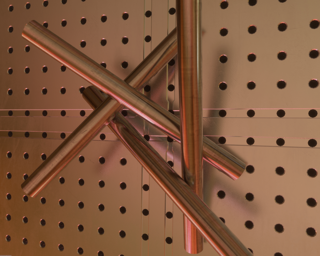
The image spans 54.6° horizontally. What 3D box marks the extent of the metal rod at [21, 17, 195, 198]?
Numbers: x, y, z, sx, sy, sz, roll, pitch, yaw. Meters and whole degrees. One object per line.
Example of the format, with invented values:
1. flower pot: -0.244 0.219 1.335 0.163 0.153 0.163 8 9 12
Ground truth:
1. metal rod: -0.060 -0.029 0.394 0.025 0.025 0.300 44 88 15

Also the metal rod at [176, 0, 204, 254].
1. metal rod: 0.036 0.014 0.347 0.025 0.025 0.298 4 112 20

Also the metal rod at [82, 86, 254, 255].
1. metal rod: -0.010 0.040 0.374 0.300 0.025 0.025 45 105 31

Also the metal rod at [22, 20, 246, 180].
1. metal rod: -0.027 -0.030 0.370 0.301 0.025 0.025 34 102 -4
